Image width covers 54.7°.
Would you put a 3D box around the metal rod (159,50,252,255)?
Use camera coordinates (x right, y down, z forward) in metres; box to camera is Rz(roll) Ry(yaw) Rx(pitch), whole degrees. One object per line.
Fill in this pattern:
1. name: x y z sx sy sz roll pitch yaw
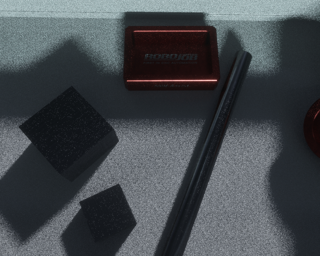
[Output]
1. metal rod: 0.065 0.026 0.401 0.025 0.025 0.300 21 71 7

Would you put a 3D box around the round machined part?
1. round machined part: 0.237 -0.002 0.385 0.042 0.097 0.098 -19 66 -49

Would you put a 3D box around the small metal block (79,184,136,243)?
1. small metal block: -0.062 0.102 0.372 0.050 0.025 0.050 -24 72 -9

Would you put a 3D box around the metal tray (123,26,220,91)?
1. metal tray: 0.016 -0.100 0.443 0.131 0.030 0.090 0 70 -1

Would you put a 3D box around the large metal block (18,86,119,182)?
1. large metal block: -0.112 0.008 0.392 0.080 0.050 0.080 -42 76 -14
